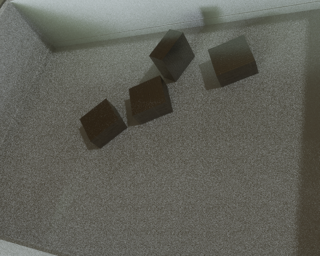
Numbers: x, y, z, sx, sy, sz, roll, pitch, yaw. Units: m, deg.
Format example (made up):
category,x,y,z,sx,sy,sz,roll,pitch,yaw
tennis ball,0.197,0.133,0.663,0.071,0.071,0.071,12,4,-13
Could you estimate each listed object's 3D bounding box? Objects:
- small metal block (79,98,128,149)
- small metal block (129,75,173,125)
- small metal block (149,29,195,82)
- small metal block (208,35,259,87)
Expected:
category,x,y,z,sx,sy,sz,roll,pitch,yaw
small metal block,-0.083,-0.007,0.452,0.050,0.025,0.050,-38,51,2
small metal block,-0.014,-0.039,0.436,0.050,0.025,0.050,-21,54,15
small metal block,0.018,-0.103,0.442,0.025,0.050,0.050,27,77,37
small metal block,0.096,-0.088,0.409,0.050,0.025,0.050,-20,54,15
